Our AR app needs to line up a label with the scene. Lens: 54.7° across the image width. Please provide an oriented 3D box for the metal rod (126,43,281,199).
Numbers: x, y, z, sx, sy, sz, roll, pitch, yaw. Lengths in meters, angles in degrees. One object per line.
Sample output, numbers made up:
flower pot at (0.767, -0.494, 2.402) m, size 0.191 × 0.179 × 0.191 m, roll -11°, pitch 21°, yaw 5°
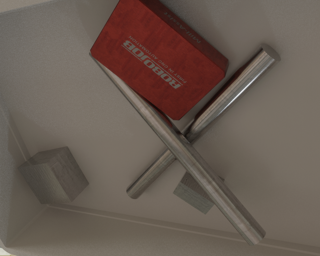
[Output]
metal rod at (0.034, 0.013, 0.398) m, size 0.025 × 0.025 × 0.298 m, roll 41°, pitch 129°, yaw 0°

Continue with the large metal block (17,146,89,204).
large metal block at (-0.185, 0.084, 0.539) m, size 0.080 × 0.050 × 0.080 m, roll -12°, pitch 113°, yaw 32°

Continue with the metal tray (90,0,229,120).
metal tray at (-0.002, -0.078, 0.345) m, size 0.130 × 0.030 × 0.090 m, roll 38°, pitch 130°, yaw -9°

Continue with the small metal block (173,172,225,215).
small metal block at (0.052, 0.078, 0.412) m, size 0.050 × 0.050 × 0.025 m, roll 33°, pitch 128°, yaw 6°

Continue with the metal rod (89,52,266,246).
metal rod at (0.018, 0.015, 0.375) m, size 0.300 × 0.025 × 0.025 m, roll 50°, pitch 129°, yaw 5°
